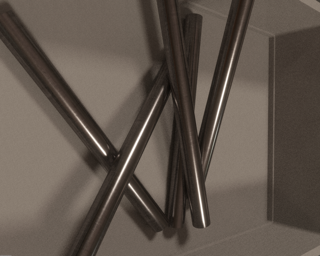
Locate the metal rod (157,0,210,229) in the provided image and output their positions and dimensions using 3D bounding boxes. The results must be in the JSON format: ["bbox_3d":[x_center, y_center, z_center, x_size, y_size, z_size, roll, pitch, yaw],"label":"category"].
[{"bbox_3d":[0.033,-0.011,0.395,0.025,0.025,0.298,-20,106,-39],"label":"metal rod"}]

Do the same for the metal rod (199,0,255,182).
[{"bbox_3d":[0.074,-0.038,0.399,0.025,0.025,0.298,-7,117,-40],"label":"metal rod"}]

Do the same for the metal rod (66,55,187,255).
[{"bbox_3d":[-0.028,0.017,0.355,0.025,0.025,0.300,45,54,-31],"label":"metal rod"}]

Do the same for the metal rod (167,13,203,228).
[{"bbox_3d":[0.035,-0.013,0.438,0.025,0.025,0.298,9,84,-40],"label":"metal rod"}]

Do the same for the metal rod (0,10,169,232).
[{"bbox_3d":[-0.073,0.013,0.346,0.025,0.025,0.299,-48,119,-30],"label":"metal rod"}]
